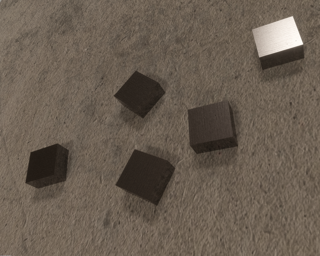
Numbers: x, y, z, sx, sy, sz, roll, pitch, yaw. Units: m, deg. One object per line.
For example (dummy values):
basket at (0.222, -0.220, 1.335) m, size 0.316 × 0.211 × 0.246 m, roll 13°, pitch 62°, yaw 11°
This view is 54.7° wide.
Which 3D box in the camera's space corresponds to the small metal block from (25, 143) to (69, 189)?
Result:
small metal block at (-0.164, 0.056, 0.454) m, size 0.050 × 0.025 × 0.050 m, roll -17°, pitch 55°, yaw 17°

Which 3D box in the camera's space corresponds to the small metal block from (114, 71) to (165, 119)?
small metal block at (-0.030, -0.049, 0.448) m, size 0.050 × 0.025 × 0.050 m, roll 34°, pitch 80°, yaw 38°

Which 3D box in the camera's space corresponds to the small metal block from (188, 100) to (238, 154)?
small metal block at (0.062, -0.001, 0.371) m, size 0.050 × 0.025 × 0.050 m, roll -13°, pitch 56°, yaw 20°

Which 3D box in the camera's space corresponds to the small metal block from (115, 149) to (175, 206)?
small metal block at (-0.017, 0.059, 0.376) m, size 0.050 × 0.025 × 0.050 m, roll 16°, pitch 70°, yaw 34°

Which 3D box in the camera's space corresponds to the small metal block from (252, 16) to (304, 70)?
small metal block at (0.148, -0.107, 0.391) m, size 0.050 × 0.025 × 0.050 m, roll -14°, pitch 56°, yaw 20°
